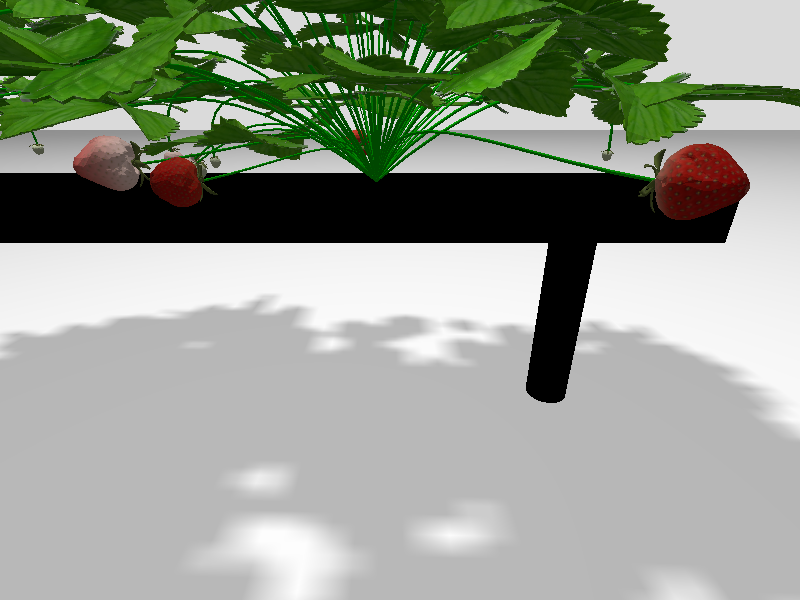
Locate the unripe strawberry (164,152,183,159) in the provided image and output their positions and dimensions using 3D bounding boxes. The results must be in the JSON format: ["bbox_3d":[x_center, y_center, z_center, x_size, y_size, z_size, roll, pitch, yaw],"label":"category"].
[{"bbox_3d":[-0.232,-0.143,0.413,0.019,0.020,0.018,9,26,20],"label":"unripe strawberry"}]

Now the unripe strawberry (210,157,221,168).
[{"bbox_3d":[-0.200,-0.149,0.433,0.010,0.011,0.011,14,28,28],"label":"unripe strawberry"}]

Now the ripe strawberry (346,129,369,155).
[{"bbox_3d":[-0.054,-0.193,0.498,0.032,0.036,0.034,-4,24,-10],"label":"ripe strawberry"}]

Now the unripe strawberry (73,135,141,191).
[{"bbox_3d":[-0.206,-0.096,0.282,0.038,0.037,0.042,-7,25,-14],"label":"unripe strawberry"}]

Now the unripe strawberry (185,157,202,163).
[{"bbox_3d":[-0.192,-0.123,0.369,0.019,0.019,0.018,-41,10,25],"label":"unripe strawberry"}]

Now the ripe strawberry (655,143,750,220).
[{"bbox_3d":[0.148,-0.057,0.197,0.038,0.037,0.041,20,31,37],"label":"ripe strawberry"}]

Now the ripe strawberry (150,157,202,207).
[{"bbox_3d":[-0.131,-0.068,0.234,0.027,0.028,0.024,-23,33,-39],"label":"ripe strawberry"}]

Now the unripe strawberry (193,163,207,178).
[{"bbox_3d":[-0.176,-0.112,0.348,0.013,0.015,0.015,16,25,-2],"label":"unripe strawberry"}]

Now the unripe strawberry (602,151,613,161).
[{"bbox_3d":[0.222,-0.154,0.428,0.010,0.010,0.011,-10,26,-21],"label":"unripe strawberry"}]

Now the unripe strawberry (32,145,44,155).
[{"bbox_3d":[-0.486,-0.202,0.538,0.013,0.012,0.012,-2,24,-4],"label":"unripe strawberry"}]
